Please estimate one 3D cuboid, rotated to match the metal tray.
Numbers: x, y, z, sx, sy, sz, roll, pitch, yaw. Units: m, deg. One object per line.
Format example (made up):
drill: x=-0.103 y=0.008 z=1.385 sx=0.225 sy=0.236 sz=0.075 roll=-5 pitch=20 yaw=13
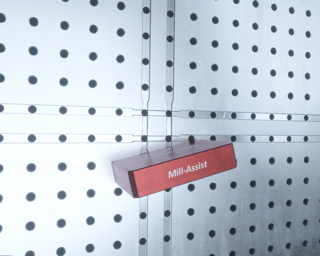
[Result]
metal tray: x=0.015 y=0.045 z=0.383 sx=0.131 sy=0.090 sz=0.030 roll=-13 pitch=95 yaw=-20
